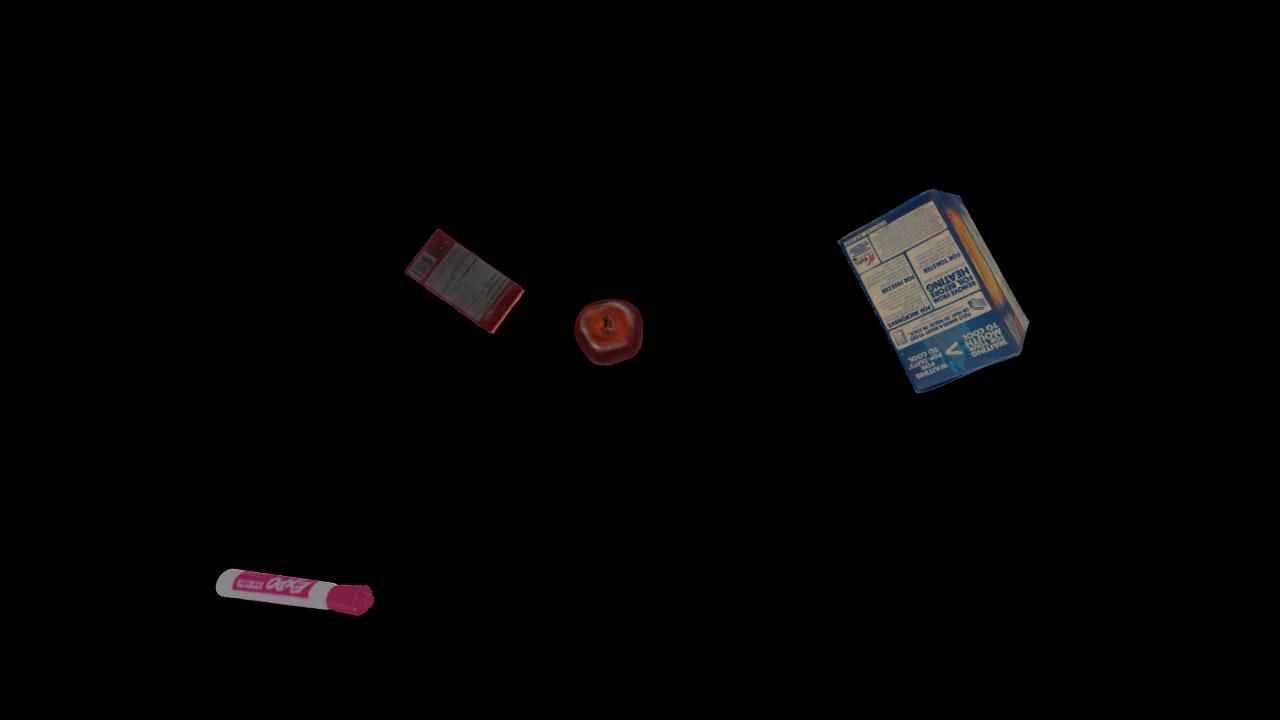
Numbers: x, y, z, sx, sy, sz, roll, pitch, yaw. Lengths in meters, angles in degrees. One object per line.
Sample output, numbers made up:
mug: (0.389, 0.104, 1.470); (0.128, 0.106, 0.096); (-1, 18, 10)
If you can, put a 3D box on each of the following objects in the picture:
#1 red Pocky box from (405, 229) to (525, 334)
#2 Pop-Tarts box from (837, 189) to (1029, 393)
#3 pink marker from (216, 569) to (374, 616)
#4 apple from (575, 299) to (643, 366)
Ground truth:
red Pocky box: (-0.255, -0.114, 0.897); (0.155, 0.083, 0.028); (36, -8, 1)
Pop-Tarts box: (0.262, -0.066, 0.539); (0.083, 0.141, 0.167); (-30, -6, 36)
pink marker: (-0.234, 0.158, 0.418); (0.121, 0.020, 0.020); (0, 0, 16)
apple: (-0.033, -0.032, 0.693); (0.079, 0.079, 0.093); (0, -12, 2)
